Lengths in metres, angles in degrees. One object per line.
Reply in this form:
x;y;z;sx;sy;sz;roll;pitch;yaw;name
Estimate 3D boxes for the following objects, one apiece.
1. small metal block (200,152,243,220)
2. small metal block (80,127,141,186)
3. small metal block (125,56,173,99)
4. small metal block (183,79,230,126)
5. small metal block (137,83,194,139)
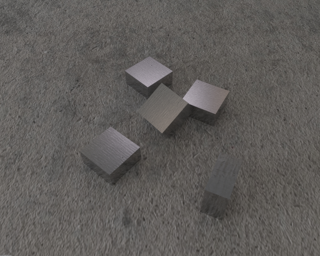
0.066;0.063;0.334;0.025;0.050;0.050;19;53;15;small metal block
-0.059;0.033;0.375;0.050;0.025;0.050;33;57;24;small metal block
-0.017;-0.076;0.467;0.050;0.025;0.050;-37;59;-27;small metal block
0.063;-0.036;0.434;0.050;0.025;0.050;23;54;18;small metal block
0.007;-0.023;0.408;0.050;0.025;0.050;41;92;29;small metal block
